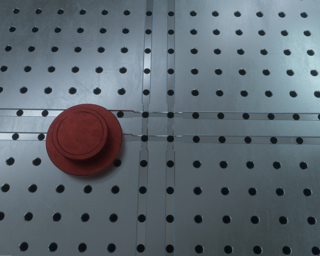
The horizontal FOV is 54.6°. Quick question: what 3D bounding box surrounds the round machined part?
[{"bbox_3d":[-0.097,0.013,0.398,0.099,0.042,0.098,0,70,0],"label":"round machined part"}]
